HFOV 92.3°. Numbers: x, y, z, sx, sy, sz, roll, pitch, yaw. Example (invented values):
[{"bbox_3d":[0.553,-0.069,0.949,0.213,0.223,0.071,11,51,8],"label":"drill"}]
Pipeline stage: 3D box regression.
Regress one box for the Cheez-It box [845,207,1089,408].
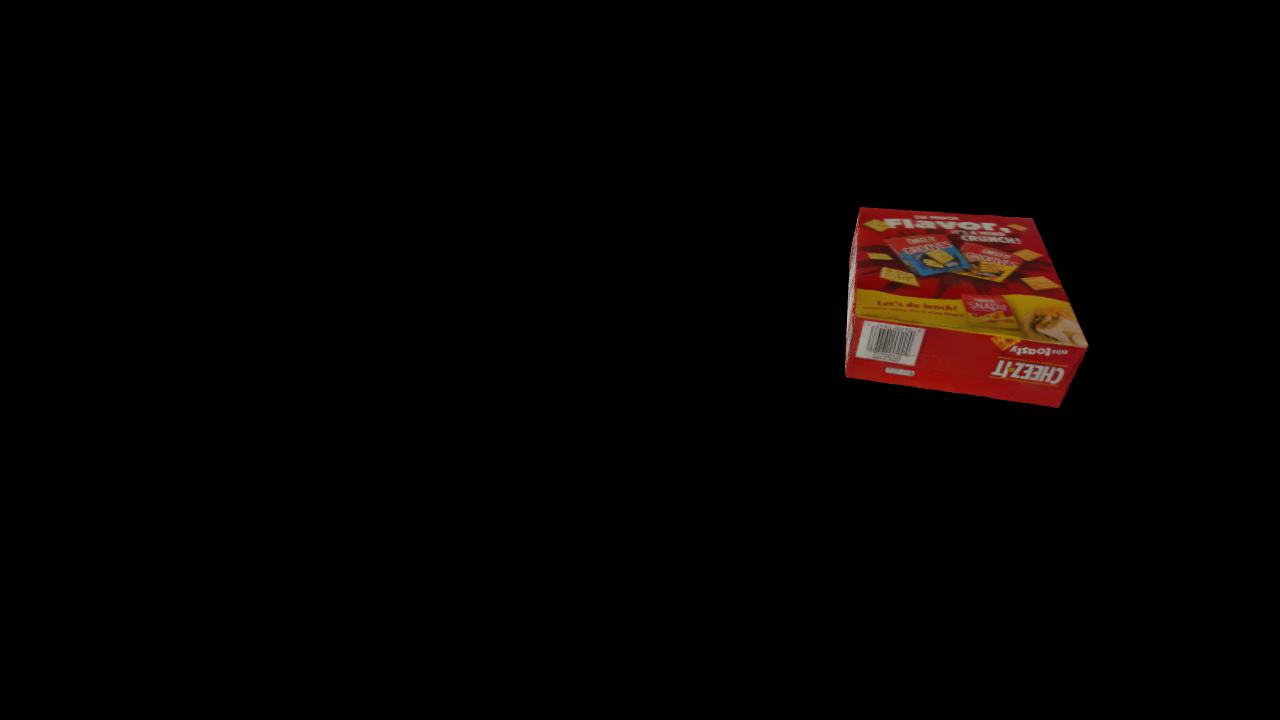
[{"bbox_3d":[0.277,-0.062,0.560,0.166,0.071,0.223,8,39,14],"label":"Cheez-It box"}]
